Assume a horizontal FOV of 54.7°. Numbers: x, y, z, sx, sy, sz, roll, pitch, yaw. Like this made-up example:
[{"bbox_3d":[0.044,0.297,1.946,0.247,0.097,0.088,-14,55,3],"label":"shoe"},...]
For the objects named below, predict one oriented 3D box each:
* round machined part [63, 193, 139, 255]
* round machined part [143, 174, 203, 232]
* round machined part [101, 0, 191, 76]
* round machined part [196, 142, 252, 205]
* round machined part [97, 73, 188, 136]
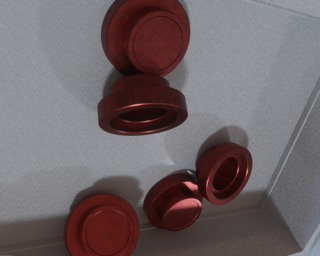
[{"bbox_3d":[-0.073,0.136,0.407,0.099,0.042,0.098,7,74,-23],"label":"round machined part"},{"bbox_3d":[0.027,0.124,0.489,0.099,0.042,0.097,-14,124,-21],"label":"round machined part"},{"bbox_3d":[-0.010,-0.095,0.333,0.099,0.042,0.097,-14,124,-21],"label":"round machined part"},{"bbox_3d":[0.095,0.067,0.482,0.099,0.042,0.097,-16,119,-32],"label":"round machined part"},{"bbox_3d":[-0.020,-0.027,0.349,0.099,0.042,0.098,-7,161,-2],"label":"round machined part"}]
